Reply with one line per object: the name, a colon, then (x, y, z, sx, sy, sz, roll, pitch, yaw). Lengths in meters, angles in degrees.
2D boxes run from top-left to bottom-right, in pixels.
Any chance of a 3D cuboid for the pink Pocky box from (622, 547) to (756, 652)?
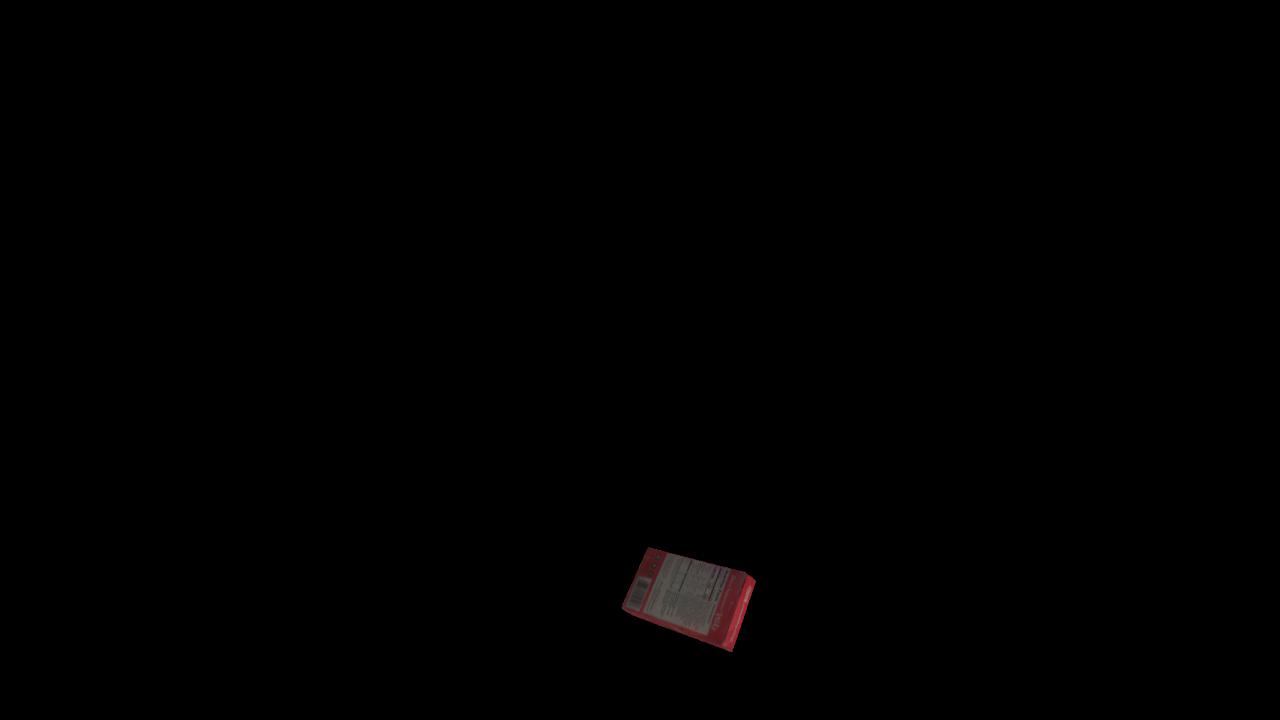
pink Pocky box: (0.056, 0.282, 0.736, 0.155, 0.084, 0.029, -2, -39, 43)
